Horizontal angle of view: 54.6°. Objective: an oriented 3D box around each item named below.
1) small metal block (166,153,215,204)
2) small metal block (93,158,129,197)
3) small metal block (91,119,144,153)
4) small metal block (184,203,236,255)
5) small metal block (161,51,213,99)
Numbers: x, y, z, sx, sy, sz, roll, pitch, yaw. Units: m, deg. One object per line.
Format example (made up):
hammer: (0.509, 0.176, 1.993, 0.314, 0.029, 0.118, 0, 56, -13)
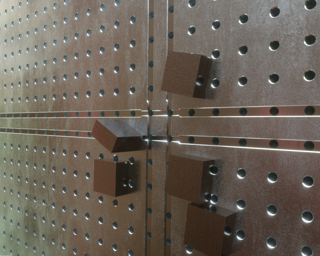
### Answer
small metal block: (0.036, 0.060, 0.380, 0.050, 0.025, 0.050, 8, 95, 40)
small metal block: (-0.075, 0.074, 0.473, 0.050, 0.025, 0.050, 3, 92, 40)
small metal block: (-0.061, 0.011, 0.445, 0.050, 0.050, 0.025, 36, 112, 34)
small metal block: (0.058, 0.118, 0.362, 0.050, 0.025, 0.050, 10, 96, 39)
small metal block: (0.032, -0.066, 0.384, 0.050, 0.025, 0.050, 18, 101, 38)
